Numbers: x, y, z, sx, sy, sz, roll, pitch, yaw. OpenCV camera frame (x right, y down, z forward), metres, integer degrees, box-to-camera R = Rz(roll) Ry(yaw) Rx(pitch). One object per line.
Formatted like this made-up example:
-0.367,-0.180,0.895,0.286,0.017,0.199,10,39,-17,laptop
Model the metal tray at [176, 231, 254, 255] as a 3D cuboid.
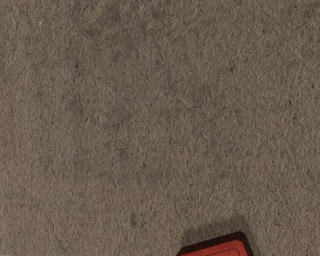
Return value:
0.083,0.203,0.376,0.090,0.030,0.129,-24,82,18,metal tray
